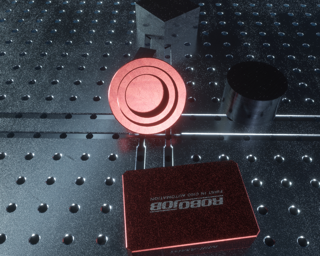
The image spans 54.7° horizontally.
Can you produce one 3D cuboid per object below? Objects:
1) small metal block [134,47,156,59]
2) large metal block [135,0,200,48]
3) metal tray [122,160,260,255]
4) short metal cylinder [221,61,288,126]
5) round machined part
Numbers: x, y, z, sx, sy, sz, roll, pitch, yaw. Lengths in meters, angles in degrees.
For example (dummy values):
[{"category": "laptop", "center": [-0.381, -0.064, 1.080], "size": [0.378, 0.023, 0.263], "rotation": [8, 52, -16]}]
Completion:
[{"category": "small metal block", "center": [-0.025, -0.084, 0.461], "size": [0.025, 0.050, 0.050], "rotation": [13, 51, 10]}, {"category": "large metal block", "center": [0.013, -0.200, 0.559], "size": [0.081, 0.050, 0.080], "rotation": [-32, 57, -24]}, {"category": "metal tray", "center": [0.028, 0.085, 0.333], "size": [0.131, 0.030, 0.090], "rotation": [-5, 50, -5]}, {"category": "short metal cylinder", "center": [0.130, -0.049, 0.434], "size": [0.081, 0.050, 0.080], "rotation": [0, 50, 0]}, {"category": "round machined part", "center": [-0.018, -0.043, 0.409], "size": [0.099, 0.097, 0.042], "rotation": [-8, 10, -7]}]
